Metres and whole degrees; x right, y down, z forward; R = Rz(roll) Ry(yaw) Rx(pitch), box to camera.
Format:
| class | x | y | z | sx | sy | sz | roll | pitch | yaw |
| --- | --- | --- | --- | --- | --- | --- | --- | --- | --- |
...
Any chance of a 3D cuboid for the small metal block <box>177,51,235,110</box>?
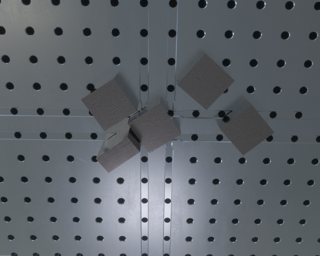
| class | x | y | z | sx | sy | sz | roll | pitch | yaw |
| --- | --- | --- | --- | --- | --- | --- | --- | --- | --- |
| small metal block | 0.056 | -0.060 | 0.392 | 0.050 | 0.025 | 0.050 | 39 | 105 | -13 |

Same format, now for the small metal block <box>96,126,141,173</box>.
| class | x | y | z | sx | sy | sz | roll | pitch | yaw |
| --- | --- | --- | --- | --- | --- | --- | --- | --- | --- |
| small metal block | -0.052 | 0.025 | 0.409 | 0.050 | 0.050 | 0.025 | -34 | 107 | 12 |

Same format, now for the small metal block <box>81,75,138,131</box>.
| class | x | y | z | sx | sy | sz | roll | pitch | yaw |
| --- | --- | --- | --- | --- | --- | --- | --- | --- | --- |
| small metal block | -0.064 | -0.033 | 0.401 | 0.050 | 0.025 | 0.050 | -31 | 107 | 10 |

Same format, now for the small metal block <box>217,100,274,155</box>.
| class | x | y | z | sx | sy | sz | roll | pitch | yaw |
| --- | --- | --- | --- | --- | --- | --- | --- | --- | --- |
| small metal block | 0.114 | 0.000 | 0.414 | 0.050 | 0.025 | 0.050 | -40 | 106 | 13 |

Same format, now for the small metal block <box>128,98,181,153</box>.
| class | x | y | z | sx | sy | sz | roll | pitch | yaw |
| --- | --- | --- | --- | --- | --- | --- | --- | --- | --- |
| small metal block | -0.007 | -0.003 | 0.412 | 0.050 | 0.025 | 0.050 | -31 | 107 | 11 |
